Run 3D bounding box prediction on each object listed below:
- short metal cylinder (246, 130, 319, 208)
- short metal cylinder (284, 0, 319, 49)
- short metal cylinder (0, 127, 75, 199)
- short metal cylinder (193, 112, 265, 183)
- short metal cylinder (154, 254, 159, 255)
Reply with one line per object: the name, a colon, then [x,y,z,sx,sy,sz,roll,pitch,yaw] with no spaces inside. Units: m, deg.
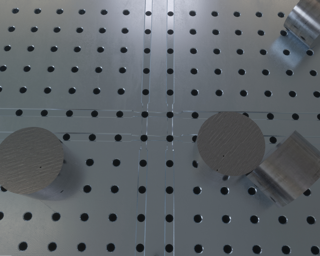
short metal cylinder: [0.149,0.048,0.366,0.080,0.080,0.050,-40,75,-13]
short metal cylinder: [0.227,-0.161,0.443,0.080,0.080,0.050,-38,75,-13]
short metal cylinder: [-0.152,0.044,0.381,0.081,0.050,0.080,0,70,0]
short metal cylinder: [0.084,0.026,0.389,0.081,0.050,0.080,0,70,0]
short metal cylinder: [0.012,0.177,0.318,0.080,0.080,0.050,36,74,12]
